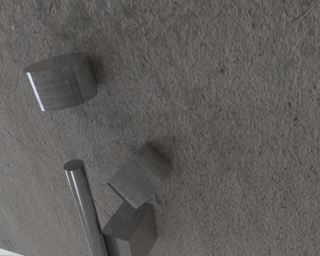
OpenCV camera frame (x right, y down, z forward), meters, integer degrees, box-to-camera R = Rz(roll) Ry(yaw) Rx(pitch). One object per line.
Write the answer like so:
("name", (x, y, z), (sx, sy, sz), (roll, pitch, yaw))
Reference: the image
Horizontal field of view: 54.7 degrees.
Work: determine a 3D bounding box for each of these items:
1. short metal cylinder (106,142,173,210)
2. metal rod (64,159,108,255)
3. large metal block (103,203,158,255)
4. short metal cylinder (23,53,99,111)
("short metal cylinder", (-0.028, 0.065, 0.427), (0.050, 0.080, 0.080), (43, 129, -2))
("metal rod", (-0.094, 0.176, 0.461), (0.025, 0.025, 0.298), (8, 122, 24))
("large metal block", (-0.047, 0.175, 0.505), (0.050, 0.080, 0.079), (8, 122, 24))
("short metal cylinder", (-0.126, -0.061, 0.400), (0.080, 0.080, 0.050), (3, 120, 27))
